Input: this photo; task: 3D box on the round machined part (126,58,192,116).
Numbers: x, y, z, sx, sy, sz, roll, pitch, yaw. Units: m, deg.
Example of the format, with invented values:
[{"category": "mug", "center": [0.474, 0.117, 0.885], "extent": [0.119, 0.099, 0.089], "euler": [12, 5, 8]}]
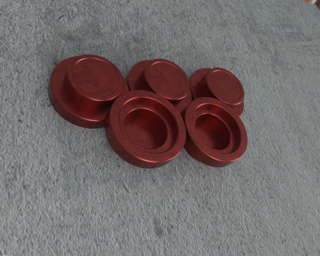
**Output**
[{"category": "round machined part", "center": [0.002, -0.057, 0.432], "extent": [0.099, 0.042, 0.098], "euler": [14, 56, -21]}]

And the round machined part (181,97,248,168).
[{"category": "round machined part", "center": [0.068, 0.009, 0.427], "extent": [0.099, 0.042, 0.098], "euler": [14, 56, -21]}]

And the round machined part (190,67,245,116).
[{"category": "round machined part", "center": [0.090, -0.054, 0.478], "extent": [0.099, 0.042, 0.098], "euler": [14, 56, -21]}]

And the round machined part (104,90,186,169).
[{"category": "round machined part", "center": [-0.021, 0.005, 0.381], "extent": [0.099, 0.042, 0.098], "euler": [14, 56, -21]}]

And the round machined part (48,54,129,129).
[{"category": "round machined part", "center": [-0.084, -0.052, 0.382], "extent": [0.099, 0.042, 0.098], "euler": [14, 56, -21]}]
